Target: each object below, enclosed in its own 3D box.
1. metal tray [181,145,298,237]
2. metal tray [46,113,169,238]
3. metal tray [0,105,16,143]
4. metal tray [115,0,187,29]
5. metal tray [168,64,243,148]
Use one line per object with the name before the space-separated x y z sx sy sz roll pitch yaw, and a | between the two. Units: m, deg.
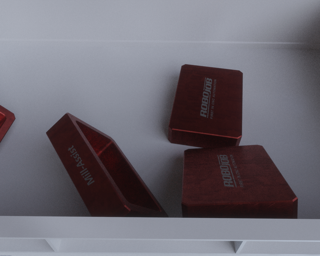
metal tray | 0.069 0.054 0.306 0.090 0.030 0.130 -4 16 6
metal tray | -0.053 0.049 0.319 0.030 0.090 0.130 -44 58 4
metal tray | -0.239 0.013 0.351 0.030 0.090 0.130 -25 38 37
metal tray | -0.016 -0.230 0.598 0.131 0.030 0.090 2 50 1
metal tray | 0.066 -0.033 0.430 0.090 0.030 0.130 8 50 6
